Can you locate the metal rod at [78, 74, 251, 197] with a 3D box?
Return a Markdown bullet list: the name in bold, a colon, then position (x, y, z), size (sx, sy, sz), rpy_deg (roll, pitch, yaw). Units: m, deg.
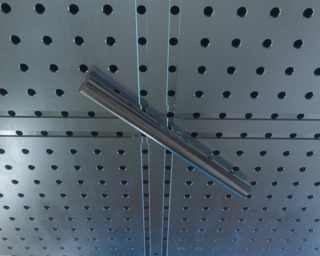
- **metal rod**: position (0.023, 0.023, 0.431), size (0.301, 0.025, 0.025), rpy_deg (34, 122, -26)
